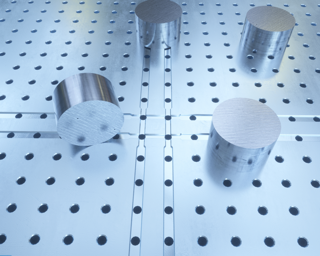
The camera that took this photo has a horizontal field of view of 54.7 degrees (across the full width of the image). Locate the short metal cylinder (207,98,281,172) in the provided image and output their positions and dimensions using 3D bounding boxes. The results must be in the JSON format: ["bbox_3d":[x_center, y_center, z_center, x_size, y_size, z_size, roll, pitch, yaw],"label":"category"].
[{"bbox_3d":[0.102,0.008,0.386,0.081,0.050,0.080,0,50,0],"label":"short metal cylinder"}]

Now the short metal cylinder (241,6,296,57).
[{"bbox_3d":[0.184,-0.167,0.534,0.081,0.050,0.080,0,50,0],"label":"short metal cylinder"}]

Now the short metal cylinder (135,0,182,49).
[{"bbox_3d":[-0.002,-0.184,0.546,0.081,0.050,0.080,0,50,0],"label":"short metal cylinder"}]

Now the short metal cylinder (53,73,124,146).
[{"bbox_3d":[-0.090,-0.022,0.389,0.081,0.080,0.050,-14,52,-12],"label":"short metal cylinder"}]
